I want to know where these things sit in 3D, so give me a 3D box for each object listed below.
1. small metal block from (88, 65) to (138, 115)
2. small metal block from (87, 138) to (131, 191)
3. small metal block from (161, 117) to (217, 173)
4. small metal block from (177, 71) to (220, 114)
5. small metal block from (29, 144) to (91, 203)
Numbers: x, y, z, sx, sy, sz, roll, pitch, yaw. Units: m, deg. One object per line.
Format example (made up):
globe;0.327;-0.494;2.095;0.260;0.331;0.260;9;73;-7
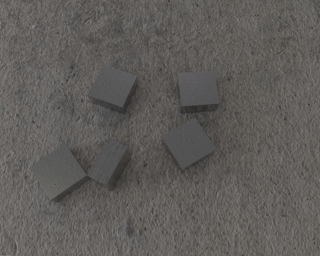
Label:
small metal block;-0.064;-0.053;0.427;0.050;0.025;0.050;20;71;7
small metal block;-0.060;0.046;0.377;0.025;0.050;0.050;25;72;9
small metal block;0.036;0.022;0.400;0.050;0.025;0.050;-29;73;-10
small metal block;0.051;-0.049;0.426;0.050;0.025;0.050;-4;70;-2
small metal block;-0.124;0.056;0.386;0.050;0.025;0.050;-35;74;-12
